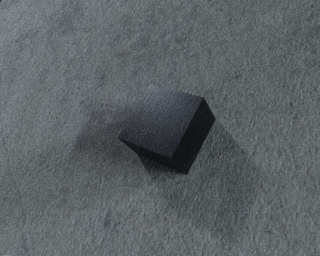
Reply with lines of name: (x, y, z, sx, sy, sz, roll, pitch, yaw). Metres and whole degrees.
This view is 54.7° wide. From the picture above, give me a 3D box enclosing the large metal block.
large metal block: (0.010, 0.000, 0.382, 0.080, 0.050, 0.080, 18, 71, 34)
